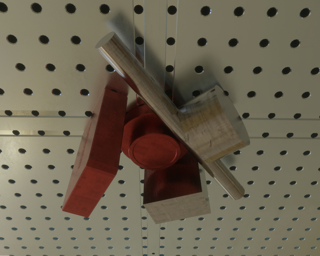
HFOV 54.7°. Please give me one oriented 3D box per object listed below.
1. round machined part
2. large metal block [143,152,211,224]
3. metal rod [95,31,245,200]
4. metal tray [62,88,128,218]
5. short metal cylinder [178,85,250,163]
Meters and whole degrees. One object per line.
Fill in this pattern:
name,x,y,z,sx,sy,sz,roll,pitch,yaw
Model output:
round machined part,-0.007,0.019,0.416,0.099,0.042,0.097,-1,130,0
large metal block,0.024,0.083,0.447,0.080,0.080,0.050,-15,129,12
metal rod,0.031,0.005,0.389,0.025,0.025,0.300,-28,125,21
metal tray,-0.074,0.025,0.364,0.030,0.130,0.089,22,127,-18
short metal cylinder,0.065,-0.004,0.371,0.050,0.080,0.080,-30,124,22
